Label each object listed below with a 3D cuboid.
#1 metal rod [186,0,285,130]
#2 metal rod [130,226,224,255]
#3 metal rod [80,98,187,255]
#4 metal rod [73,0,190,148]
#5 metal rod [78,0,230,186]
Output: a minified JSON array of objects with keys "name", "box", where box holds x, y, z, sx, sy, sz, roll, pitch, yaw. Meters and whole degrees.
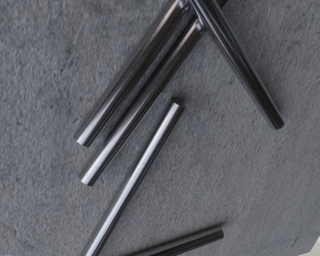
[{"name":"metal rod","box":[0.110,-0.073,0.402,0.025,0.025,0.301,-47,136,4]},{"name":"metal rod","box":[-0.021,0.225,0.536,0.303,0.025,0.025,-10,123,-24]},{"name":"metal rod","box":[-0.049,0.093,0.438,0.025,0.025,0.298,19,108,-36]},{"name":"metal rod","box":[-0.003,-0.102,0.343,0.025,0.025,0.299,30,102,-38]},{"name":"metal rod","box":[-0.006,-0.052,0.372,0.025,0.025,0.299,29,102,-38]}]
